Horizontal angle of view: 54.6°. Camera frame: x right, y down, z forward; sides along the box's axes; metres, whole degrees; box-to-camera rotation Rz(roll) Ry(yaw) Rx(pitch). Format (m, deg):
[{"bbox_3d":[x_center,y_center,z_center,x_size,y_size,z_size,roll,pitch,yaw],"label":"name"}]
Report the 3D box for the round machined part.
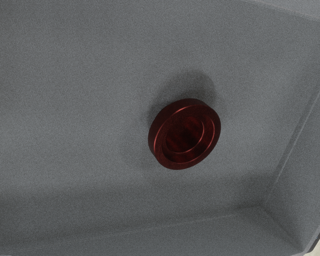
[{"bbox_3d":[0.029,0.004,0.415,0.099,0.042,0.097,-14,124,-21],"label":"round machined part"}]
